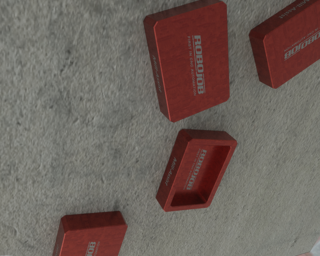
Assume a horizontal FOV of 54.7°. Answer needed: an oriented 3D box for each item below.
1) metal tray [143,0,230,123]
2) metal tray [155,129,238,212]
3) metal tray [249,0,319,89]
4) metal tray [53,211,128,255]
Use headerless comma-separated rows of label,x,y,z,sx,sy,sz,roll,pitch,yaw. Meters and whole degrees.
metal tray,0.037,-0.079,0.376,0.091,0.030,0.129,-22,127,-15
metal tray,0.055,0.066,0.476,0.091,0.030,0.129,4,117,-31
metal tray,0.193,-0.126,0.434,0.130,0.030,0.090,-34,129,-6
metal tray,-0.109,0.186,0.460,0.091,0.030,0.129,4,116,-31
